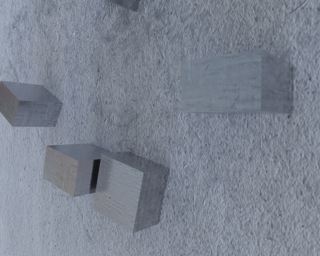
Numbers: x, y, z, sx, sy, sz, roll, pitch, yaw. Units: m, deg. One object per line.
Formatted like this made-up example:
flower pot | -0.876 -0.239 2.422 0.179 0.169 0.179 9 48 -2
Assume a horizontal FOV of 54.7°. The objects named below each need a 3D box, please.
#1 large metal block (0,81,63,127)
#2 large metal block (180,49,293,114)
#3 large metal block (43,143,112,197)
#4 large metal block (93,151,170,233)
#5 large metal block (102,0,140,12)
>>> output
large metal block | -0.241 -0.043 0.568 0.080 0.081 0.050 36 113 34
large metal block | 0.077 -0.040 0.306 0.080 0.081 0.050 1 91 40
large metal block | -0.115 0.059 0.464 0.080 0.081 0.050 17 101 39
large metal block | -0.041 0.083 0.422 0.080 0.050 0.079 17 101 38
large metal block | -0.079 -0.208 0.434 0.080 0.081 0.050 33 110 35
